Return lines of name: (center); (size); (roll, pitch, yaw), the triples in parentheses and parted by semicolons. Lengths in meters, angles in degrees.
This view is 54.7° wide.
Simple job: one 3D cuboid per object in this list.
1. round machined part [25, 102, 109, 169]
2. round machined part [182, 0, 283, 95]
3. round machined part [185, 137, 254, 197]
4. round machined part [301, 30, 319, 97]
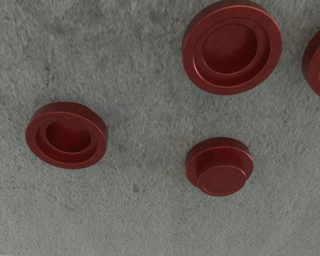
round machined part: (-0.116, 0.005, 0.399); (0.099, 0.042, 0.097); (-1, 130, 0)
round machined part: (0.072, -0.086, 0.324); (0.099, 0.042, 0.097); (-1, 130, 0)
round machined part: (0.087, 0.063, 0.451); (0.099, 0.042, 0.097); (-1, 130, 0)
round machined part: (0.202, -0.080, 0.332); (0.099, 0.042, 0.097); (-1, 130, 0)
